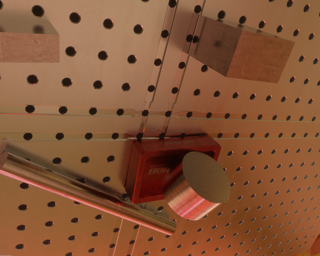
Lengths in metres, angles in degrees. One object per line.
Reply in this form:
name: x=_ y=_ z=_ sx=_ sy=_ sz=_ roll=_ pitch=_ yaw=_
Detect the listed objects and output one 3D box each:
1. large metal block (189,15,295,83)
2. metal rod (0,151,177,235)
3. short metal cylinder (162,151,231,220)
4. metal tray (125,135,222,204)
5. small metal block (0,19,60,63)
large metal block: x=0.095 y=-0.095 z=0.371 sx=0.081 sy=0.080 sz=0.050 roll=1 pitch=118 yaw=-29
metal rod: x=-0.078 y=0.103 z=0.433 sx=0.025 sy=0.025 sz=0.301 roll=-50 pitch=129 yaw=7
short metal cylinder: x=0.050 y=0.079 z=0.429 sx=0.081 sy=0.080 sz=0.050 roll=11 pitch=136 yaw=-33
metal tray: x=0.020 y=0.060 z=0.457 sx=0.131 sy=0.030 sz=0.089 roll=-3 pitch=120 yaw=-28
small metal block: x=-0.122 y=-0.079 z=0.280 sx=0.050 sy=0.050 sz=0.025 roll=-5 pitch=121 yaw=-26
